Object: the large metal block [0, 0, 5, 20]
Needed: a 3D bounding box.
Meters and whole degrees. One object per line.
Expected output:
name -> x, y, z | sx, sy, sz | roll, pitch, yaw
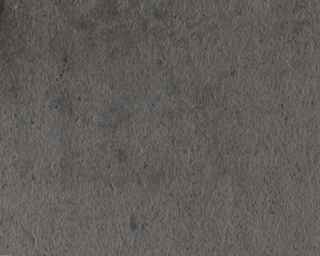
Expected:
large metal block -> -0.258, -0.147, 0.395 | 0.080, 0.050, 0.080 | 13, 90, 0
